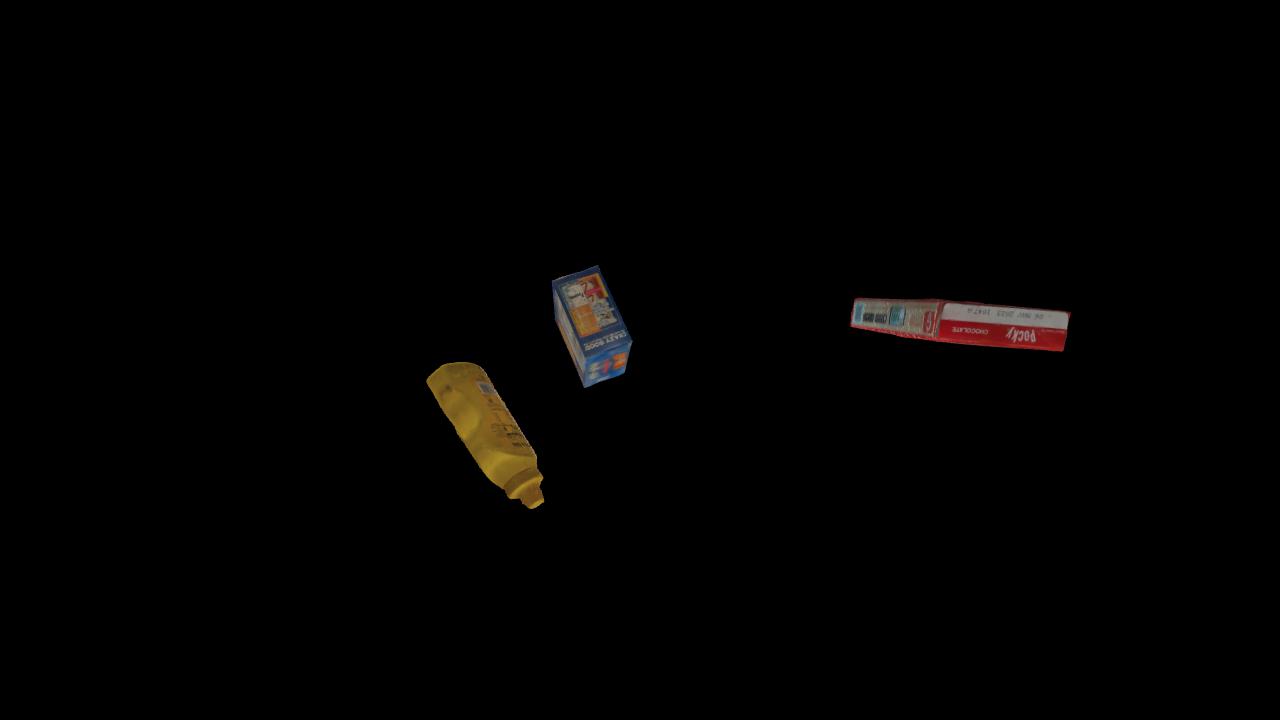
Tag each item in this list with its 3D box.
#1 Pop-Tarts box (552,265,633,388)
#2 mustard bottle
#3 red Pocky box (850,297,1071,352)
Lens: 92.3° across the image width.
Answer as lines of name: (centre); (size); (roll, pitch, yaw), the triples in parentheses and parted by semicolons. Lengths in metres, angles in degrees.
Pop-Tarts box: (-0.081, -0.050, 1.018); (0.083, 0.141, 0.167); (-21, -15, -12)
mustard bottle: (-0.161, 0.087, 0.685); (0.054, 0.184, 0.092); (-39, -19, 3)
red Pocky box: (0.221, -0.028, 0.449); (0.083, 0.028, 0.155); (4, 6, -1)
